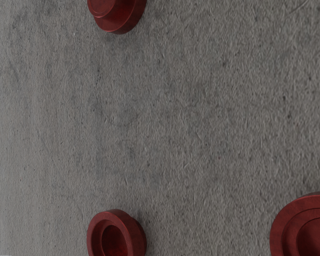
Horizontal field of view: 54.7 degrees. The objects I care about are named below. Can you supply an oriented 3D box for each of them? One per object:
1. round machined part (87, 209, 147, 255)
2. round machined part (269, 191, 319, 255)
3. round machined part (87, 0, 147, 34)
[{"bbox_3d":[-0.057,0.164,0.442,0.098,0.042,0.097,0,90,40],"label":"round machined part"},{"bbox_3d":[0.151,0.104,0.269,0.098,0.042,0.097,0,90,40],"label":"round machined part"},{"bbox_3d":[-0.069,-0.190,0.451,0.098,0.042,0.097,0,90,40],"label":"round machined part"}]
